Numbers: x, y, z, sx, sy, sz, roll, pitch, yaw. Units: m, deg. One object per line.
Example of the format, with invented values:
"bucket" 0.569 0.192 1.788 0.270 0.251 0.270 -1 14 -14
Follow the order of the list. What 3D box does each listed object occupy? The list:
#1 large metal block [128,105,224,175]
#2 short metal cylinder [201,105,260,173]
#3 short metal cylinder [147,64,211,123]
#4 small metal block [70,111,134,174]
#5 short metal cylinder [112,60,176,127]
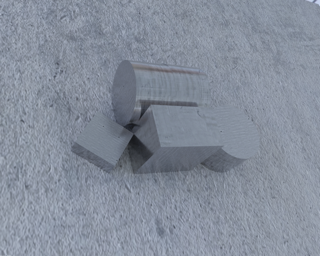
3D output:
"large metal block" 0.014 0.016 0.369 0.081 0.080 0.050 1 62 -28
"short metal cylinder" 0.088 0.015 0.427 0.081 0.050 0.080 14 56 -21
"short metal cylinder" 0.022 -0.042 0.408 0.050 0.080 0.080 1 62 -28
"small metal block" -0.066 0.017 0.360 0.050 0.025 0.050 33 51 -7
"short metal cylinder" -0.022 -0.041 0.384 0.050 0.080 0.080 1 62 -28
